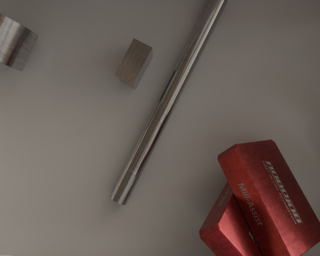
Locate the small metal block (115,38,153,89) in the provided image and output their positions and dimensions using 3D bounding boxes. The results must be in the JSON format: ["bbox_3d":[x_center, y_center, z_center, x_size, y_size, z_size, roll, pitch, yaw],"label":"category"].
[{"bbox_3d":[-0.032,-0.081,0.398,0.025,0.050,0.050,28,90,0],"label":"small metal block"}]

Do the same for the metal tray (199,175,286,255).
[{"bbox_3d":[0.109,0.110,0.367,0.090,0.131,0.030,48,131,0],"label":"metal tray"}]

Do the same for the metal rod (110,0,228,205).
[{"bbox_3d":[0.012,-0.038,0.411,0.025,0.025,0.299,27,90,-1],"label":"metal rod"}]

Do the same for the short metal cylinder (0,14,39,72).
[{"bbox_3d":[-0.200,-0.110,0.381,0.080,0.080,0.050,25,90,-1],"label":"short metal cylinder"}]

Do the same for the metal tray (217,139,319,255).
[{"bbox_3d":[0.130,0.079,0.363,0.030,0.091,0.130,-41,63,41],"label":"metal tray"}]
